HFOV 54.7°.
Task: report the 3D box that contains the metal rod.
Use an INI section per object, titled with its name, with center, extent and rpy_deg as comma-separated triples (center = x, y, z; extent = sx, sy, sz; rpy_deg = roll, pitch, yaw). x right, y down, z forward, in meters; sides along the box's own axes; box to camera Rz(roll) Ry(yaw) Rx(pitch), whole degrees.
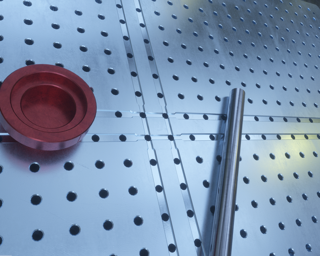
[metal rod]
center = 0.094, 0.059, 0.422
extent = 0.025, 0.025, 0.300
rpy_deg = 26, 53, -13

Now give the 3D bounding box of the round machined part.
[round machined part]
center = -0.124, -0.019, 0.342
extent = 0.099, 0.042, 0.098
rpy_deg = 14, 56, -21
